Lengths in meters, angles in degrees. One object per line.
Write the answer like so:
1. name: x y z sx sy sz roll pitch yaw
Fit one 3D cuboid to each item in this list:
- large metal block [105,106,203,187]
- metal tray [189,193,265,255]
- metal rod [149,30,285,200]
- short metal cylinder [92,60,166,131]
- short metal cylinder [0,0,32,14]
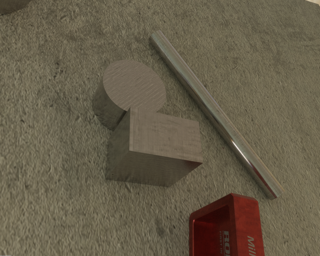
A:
1. large metal block: -0.009 0.026 0.348 0.081 0.080 0.050 12 57 -22
2. metal tray: 0.064 0.141 0.310 0.030 0.090 0.130 16 55 -19
3. metal rod: 0.079 -0.025 0.461 0.025 0.025 0.299 -28 77 -37
4. short metal cylinder: -0.039 -0.038 0.390 0.081 0.050 0.080 14 56 -21
5. short metal cylinder: -0.194 -0.189 0.379 0.050 0.080 0.080 45 51 2
